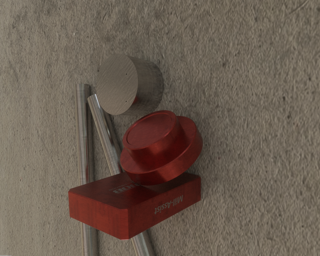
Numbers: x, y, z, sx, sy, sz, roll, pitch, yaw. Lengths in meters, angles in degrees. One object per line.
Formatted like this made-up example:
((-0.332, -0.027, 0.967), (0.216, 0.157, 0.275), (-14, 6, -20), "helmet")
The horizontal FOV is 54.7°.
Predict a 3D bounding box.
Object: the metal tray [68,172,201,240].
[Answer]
((-0.024, 0.077, 0.355), (0.090, 0.131, 0.030), (6, 101, 40), "metal tray")

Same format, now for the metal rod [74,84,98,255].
((-0.120, 0.078, 0.503), (0.025, 0.025, 0.298), (-6, 86, 40), "metal rod")

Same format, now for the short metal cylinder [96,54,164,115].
((-0.042, -0.057, 0.423), (0.080, 0.050, 0.080), (0, 90, 40), "short metal cylinder")

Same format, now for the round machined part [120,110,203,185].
((-0.004, 0.016, 0.359), (0.098, 0.098, 0.042), (-2, 130, 40), "round machined part")

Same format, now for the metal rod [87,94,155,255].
((-0.052, 0.087, 0.447), (0.025, 0.025, 0.299), (-32, 70, 35), "metal rod")
